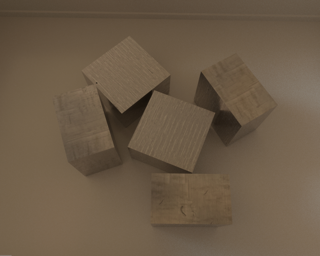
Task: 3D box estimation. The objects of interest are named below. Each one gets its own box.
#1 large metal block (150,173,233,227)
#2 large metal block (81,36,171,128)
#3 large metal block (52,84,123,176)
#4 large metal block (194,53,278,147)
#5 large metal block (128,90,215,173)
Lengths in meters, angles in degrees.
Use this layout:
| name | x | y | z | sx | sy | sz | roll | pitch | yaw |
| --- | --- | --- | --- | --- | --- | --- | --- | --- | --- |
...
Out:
| name | x | y | z | sx | sy | sz | roll | pitch | yaw |
| --- | --- | --- | --- | --- | --- | --- | --- | --- | --- |
| large metal block | 0.031 | 0.084 | 0.349 | 0.081 | 0.080 | 0.050 | 1 | 70 | 0 |
| large metal block | -0.043 | -0.062 | 0.417 | 0.080 | 0.050 | 0.080 | -40 | 75 | -14 |
| large metal block | -0.085 | 0.006 | 0.376 | 0.050 | 0.080 | 0.080 | -18 | 71 | -7 |
| large metal block | 0.090 | -0.033 | 0.391 | 0.050 | 0.080 | 0.080 | -30 | 73 | -10 |
| large metal block | 0.015 | 0.010 | 0.391 | 0.080 | 0.050 | 0.080 | 21 | 71 | 7 |
